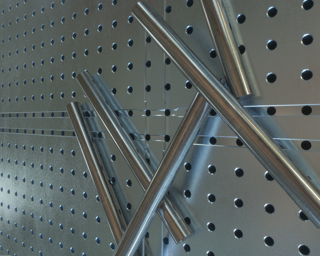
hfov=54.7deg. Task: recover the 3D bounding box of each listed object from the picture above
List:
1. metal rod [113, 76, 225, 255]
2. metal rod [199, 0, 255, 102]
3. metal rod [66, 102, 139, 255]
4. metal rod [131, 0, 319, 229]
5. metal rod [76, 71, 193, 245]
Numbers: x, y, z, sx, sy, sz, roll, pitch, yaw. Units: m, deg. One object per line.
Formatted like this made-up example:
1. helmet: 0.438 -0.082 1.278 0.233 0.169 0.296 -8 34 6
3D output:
1. metal rod: -0.001 0.073 0.379 0.025 0.025 0.298 33 101 34
2. metal rod: 0.052 -0.173 0.364 0.025 0.025 0.299 -24 75 37
3. metal rod: -0.088 0.089 0.479 0.025 0.025 0.299 -39 67 33
4. metal rod: 0.065 -0.029 0.325 0.300 0.025 0.025 52 121 17
5. metal rod: -0.048 0.026 0.446 0.025 0.025 0.299 -50 61 28
